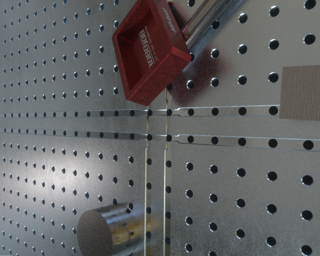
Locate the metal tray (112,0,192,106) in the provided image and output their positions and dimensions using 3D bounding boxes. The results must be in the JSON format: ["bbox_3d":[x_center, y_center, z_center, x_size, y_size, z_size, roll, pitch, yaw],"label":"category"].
[{"bbox_3d":[-0.017,-0.104,0.394,0.090,0.030,0.130,-43,47,32],"label":"metal tray"}]

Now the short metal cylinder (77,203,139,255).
[{"bbox_3d":[-0.077,0.156,0.457,0.080,0.050,0.079,0,90,40],"label":"short metal cylinder"}]

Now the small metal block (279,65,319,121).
[{"bbox_3d":[0.143,-0.032,0.291,0.050,0.025,0.050,5,93,40],"label":"small metal block"}]

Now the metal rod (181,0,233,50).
[{"bbox_3d":[0.098,-0.179,0.327,0.299,0.025,0.025,-47,62,30],"label":"metal rod"}]
